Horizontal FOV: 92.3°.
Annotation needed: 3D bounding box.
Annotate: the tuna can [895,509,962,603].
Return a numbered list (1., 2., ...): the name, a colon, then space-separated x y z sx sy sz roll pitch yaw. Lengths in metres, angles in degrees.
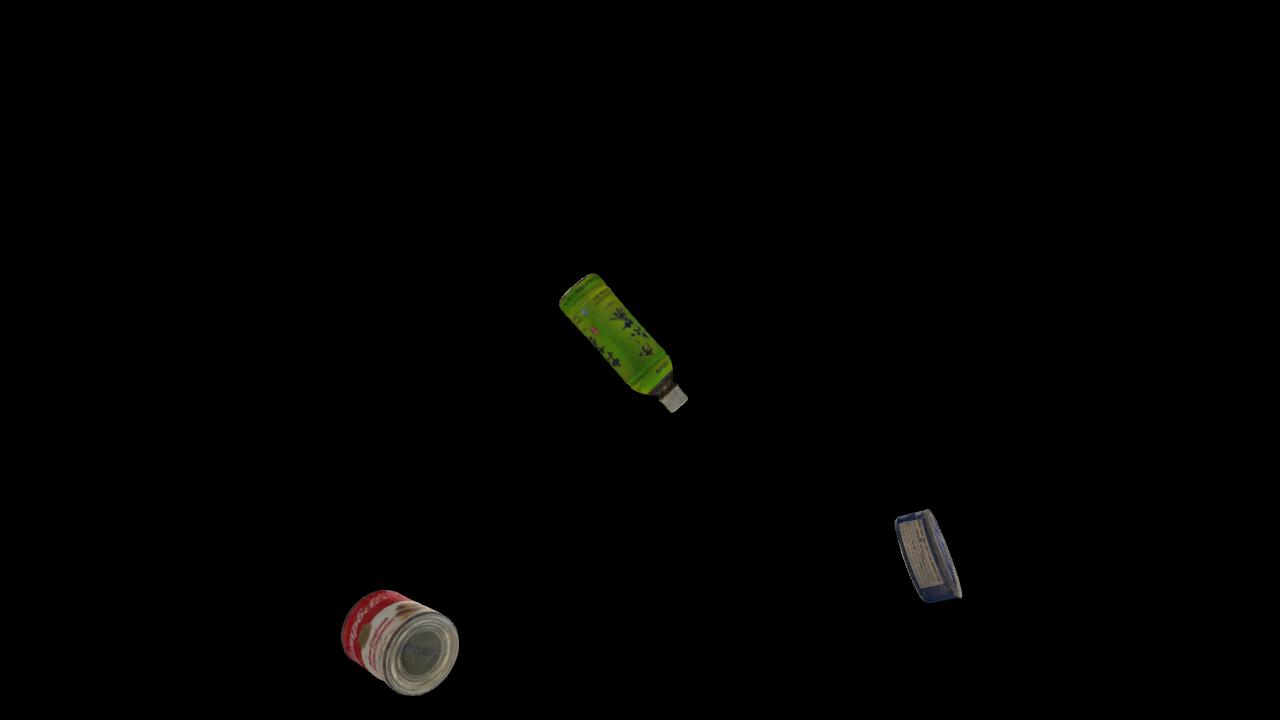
1. tuna can: 0.279 0.190 0.596 0.034 0.084 0.084 -23 -10 25

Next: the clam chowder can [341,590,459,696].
1. clam chowder can: -0.215 0.250 0.550 0.068 0.068 0.102 0 -4 -44

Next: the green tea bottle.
1. green tea bottle: -0.015 -0.018 0.821 0.073 0.212 0.073 -43 0 0
